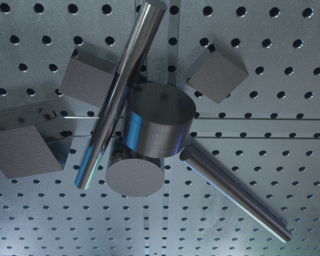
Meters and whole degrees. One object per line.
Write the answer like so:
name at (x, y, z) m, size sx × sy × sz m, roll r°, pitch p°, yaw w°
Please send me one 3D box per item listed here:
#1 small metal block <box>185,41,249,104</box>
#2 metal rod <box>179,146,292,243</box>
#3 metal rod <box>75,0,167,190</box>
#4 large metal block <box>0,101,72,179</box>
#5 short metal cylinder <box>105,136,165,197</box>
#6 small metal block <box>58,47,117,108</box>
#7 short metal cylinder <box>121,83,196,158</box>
small metal block at (0.065, -0.063, 0.359) m, size 0.050 × 0.025 × 0.050 m, roll 29°, pitch 124°, yaw -23°
metal rod at (0.138, 0.121, 0.515) m, size 0.025 × 0.025 × 0.301 m, roll -35°, pitch 123°, yaw 25°
metal rod at (-0.062, -0.019, 0.394) m, size 0.025 × 0.025 × 0.298 m, roll 18°, pitch 128°, yaw -15°
large metal block at (-0.176, 0.017, 0.408) m, size 0.080 × 0.050 × 0.080 m, roll -10°, pitch 130°, yaw 8°
short metal cylinder at (-0.034, 0.054, 0.440) m, size 0.080 × 0.050 × 0.079 m, roll 0°, pitch 130°, yaw 0°
small metal block at (-0.084, -0.058, 0.361) m, size 0.050 × 0.025 × 0.050 m, roll 21°, pitch 127°, yaw -17°
short metal cylinder at (-0.003, -0.011, 0.366) m, size 0.081 × 0.080 × 0.050 m, roll 9°, pitch 130°, yaw -8°
